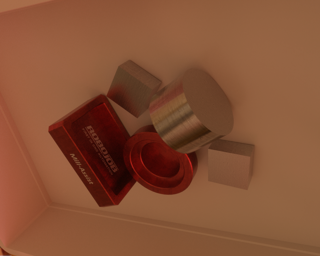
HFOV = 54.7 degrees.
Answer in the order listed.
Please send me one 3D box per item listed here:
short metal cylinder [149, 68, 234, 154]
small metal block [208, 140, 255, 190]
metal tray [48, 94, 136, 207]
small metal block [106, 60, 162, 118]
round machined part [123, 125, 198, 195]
[{"bbox_3d":[0.035,-0.018,0.340,0.050,0.080,0.080,-33,100,38],"label":"short metal cylinder"},{"bbox_3d":[0.088,0.045,0.387,0.050,0.025,0.050,10,122,24],"label":"small metal block"},{"bbox_3d":[-0.079,0.030,0.422,0.030,0.090,0.130,-18,109,35],"label":"metal tray"},{"bbox_3d":[-0.034,-0.049,0.392,0.050,0.025,0.050,36,129,5],"label":"small metal block"},{"bbox_3d":[0.004,0.038,0.414,0.098,0.042,0.097,13,124,20],"label":"round machined part"}]
